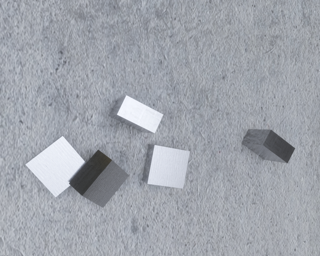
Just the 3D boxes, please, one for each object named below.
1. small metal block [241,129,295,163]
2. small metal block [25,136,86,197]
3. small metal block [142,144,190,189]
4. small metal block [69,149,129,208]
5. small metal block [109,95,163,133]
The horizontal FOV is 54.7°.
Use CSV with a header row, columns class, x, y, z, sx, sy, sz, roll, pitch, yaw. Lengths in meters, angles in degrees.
class,x,y,z,sx,sy,sz,roll,pitch,yaw
small metal block,0.157,0.026,0.454,0.050,0.050,0.025,34,79,-17
small metal block,-0.119,0.044,0.365,0.050,0.025,0.050,-41,103,-16
small metal block,0.008,0.051,0.412,0.050,0.025,0.050,12,86,-20
small metal block,-0.071,0.061,0.369,0.050,0.025,0.050,-51,148,-13
small metal block,-0.031,-0.016,0.384,0.050,0.050,0.025,27,81,-18
